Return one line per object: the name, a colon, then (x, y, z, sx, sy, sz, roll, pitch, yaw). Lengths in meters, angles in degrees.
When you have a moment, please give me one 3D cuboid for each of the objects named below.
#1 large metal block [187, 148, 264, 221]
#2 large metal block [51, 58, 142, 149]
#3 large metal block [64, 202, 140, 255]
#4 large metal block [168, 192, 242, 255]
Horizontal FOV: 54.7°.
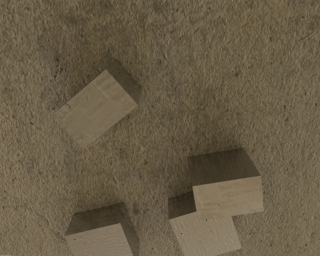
large metal block: (0.082, 0.071, 0.407, 0.080, 0.080, 0.050, -9, 110, 3)
large metal block: (-0.070, -0.032, 0.368, 0.080, 0.080, 0.050, -38, 106, 12)
large metal block: (-0.081, 0.165, 0.456, 0.080, 0.050, 0.080, -15, 110, 5)
large metal block: (0.063, 0.137, 0.447, 0.080, 0.050, 0.080, -19, 109, 6)
